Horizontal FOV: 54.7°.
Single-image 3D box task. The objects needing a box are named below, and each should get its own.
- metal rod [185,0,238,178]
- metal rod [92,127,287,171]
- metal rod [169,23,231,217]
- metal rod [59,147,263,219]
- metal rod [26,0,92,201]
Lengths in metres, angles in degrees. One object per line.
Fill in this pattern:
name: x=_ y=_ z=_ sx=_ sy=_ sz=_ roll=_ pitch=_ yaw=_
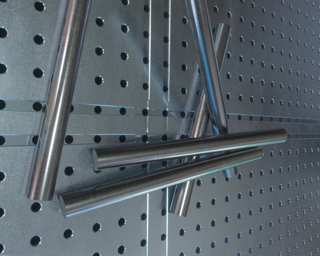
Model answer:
metal rod: x=0.074 y=-0.050 z=0.430 sx=0.025 sy=0.025 sz=0.298 roll=-40 pitch=127 yaw=-33
metal rod: x=0.059 y=0.024 z=0.421 sx=0.303 sy=0.025 sz=0.025 roll=-5 pitch=94 yaw=-28
metal rod: x=0.063 y=-0.020 z=0.464 sx=0.025 sy=0.025 sz=0.299 roll=25 pitch=74 yaw=-38
metal rod: x=0.024 y=0.060 z=0.405 sx=0.303 sy=0.025 sz=0.025 roll=-10 pitch=97 yaw=-32
metal rod: x=-0.097 y=-0.076 z=0.328 sx=0.025 sy=0.025 sz=0.298 roll=15 pitch=80 yaw=-39
